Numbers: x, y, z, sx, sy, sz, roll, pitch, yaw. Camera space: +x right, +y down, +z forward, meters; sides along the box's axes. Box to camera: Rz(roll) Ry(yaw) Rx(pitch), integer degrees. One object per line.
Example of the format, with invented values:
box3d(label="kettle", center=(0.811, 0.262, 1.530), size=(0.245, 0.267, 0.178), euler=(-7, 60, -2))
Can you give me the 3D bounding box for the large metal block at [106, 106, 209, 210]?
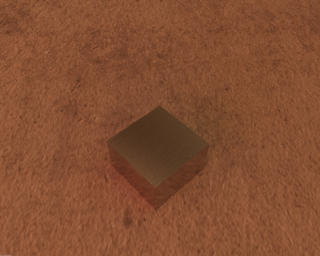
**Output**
box3d(label="large metal block", center=(-0.002, 0.032, 0.361), size=(0.080, 0.050, 0.080), euler=(-35, 59, -26))
